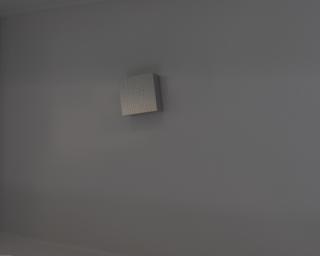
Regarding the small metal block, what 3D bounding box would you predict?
[{"bbox_3d":[-0.026,-0.044,0.420,0.050,0.025,0.050,-8,88,20],"label":"small metal block"}]
